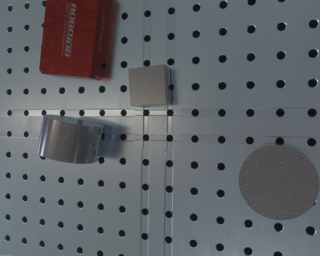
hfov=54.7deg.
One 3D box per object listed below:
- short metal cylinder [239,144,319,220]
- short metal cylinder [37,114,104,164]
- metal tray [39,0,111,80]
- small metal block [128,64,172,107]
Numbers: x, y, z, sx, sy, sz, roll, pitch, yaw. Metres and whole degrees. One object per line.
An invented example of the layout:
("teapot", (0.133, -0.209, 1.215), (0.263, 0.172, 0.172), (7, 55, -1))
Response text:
("short metal cylinder", (0.133, 0.058, 0.352), (0.080, 0.050, 0.079), (0, 90, 20))
("short metal cylinder", (-0.122, 0.014, 0.426), (0.080, 0.080, 0.050), (14, 95, 19))
("metal tray", (-0.125, -0.139, 0.454), (0.090, 0.030, 0.129), (8, 93, 19))
("small metal block", (-0.013, -0.056, 0.417), (0.050, 0.025, 0.050), (-3, 89, 20))
